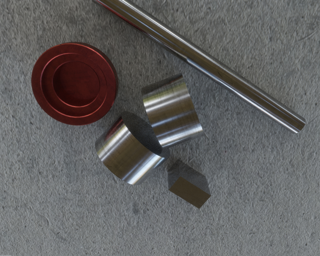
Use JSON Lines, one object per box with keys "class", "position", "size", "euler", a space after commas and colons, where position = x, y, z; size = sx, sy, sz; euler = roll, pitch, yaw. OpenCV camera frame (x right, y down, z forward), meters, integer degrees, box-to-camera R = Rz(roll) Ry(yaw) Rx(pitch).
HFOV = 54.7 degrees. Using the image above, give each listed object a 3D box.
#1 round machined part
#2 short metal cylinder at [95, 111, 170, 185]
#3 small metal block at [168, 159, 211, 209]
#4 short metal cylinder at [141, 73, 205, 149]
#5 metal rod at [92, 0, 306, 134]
{"class": "round machined part", "position": [-0.100, -0.056, 0.379], "size": [0.099, 0.042, 0.097], "euler": [0, 110, 0]}
{"class": "short metal cylinder", "position": [-0.033, 0.025, 0.389], "size": [0.080, 0.080, 0.050], "euler": [41, 105, -14]}
{"class": "small metal block", "position": [0.039, 0.075, 0.425], "size": [0.050, 0.050, 0.025], "euler": [34, 107, -12]}
{"class": "short metal cylinder", "position": [0.016, -0.020, 0.373], "size": [0.050, 0.080, 0.080], "euler": [-20, 109, 7]}
{"class": "metal rod", "position": [0.056, -0.079, 0.381], "size": [0.301, 0.025, 0.025], "euler": [31, 107, -11]}
